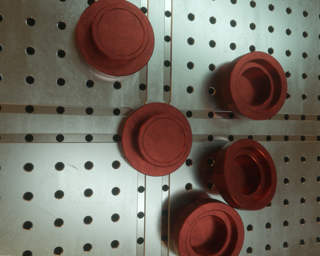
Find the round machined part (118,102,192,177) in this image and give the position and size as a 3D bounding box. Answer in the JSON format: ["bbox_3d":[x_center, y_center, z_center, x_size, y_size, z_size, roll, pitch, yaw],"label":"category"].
[{"bbox_3d":[-0.002,0.015,0.404,0.099,0.042,0.097,0,90,-21],"label":"round machined part"}]

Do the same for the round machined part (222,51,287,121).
[{"bbox_3d":[0.133,-0.059,0.454,0.099,0.042,0.097,0,90,-21],"label":"round machined part"}]

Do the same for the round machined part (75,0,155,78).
[{"bbox_3d":[-0.053,-0.113,0.385,0.099,0.042,0.097,0,90,-20],"label":"round machined part"}]

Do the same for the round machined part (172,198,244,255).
[{"bbox_3d":[0.063,0.145,0.427,0.099,0.042,0.097,-1,92,-19],"label":"round machined part"}]

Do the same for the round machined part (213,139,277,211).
[{"bbox_3d":[0.115,0.067,0.439,0.099,0.042,0.098,8,73,-28],"label":"round machined part"}]
